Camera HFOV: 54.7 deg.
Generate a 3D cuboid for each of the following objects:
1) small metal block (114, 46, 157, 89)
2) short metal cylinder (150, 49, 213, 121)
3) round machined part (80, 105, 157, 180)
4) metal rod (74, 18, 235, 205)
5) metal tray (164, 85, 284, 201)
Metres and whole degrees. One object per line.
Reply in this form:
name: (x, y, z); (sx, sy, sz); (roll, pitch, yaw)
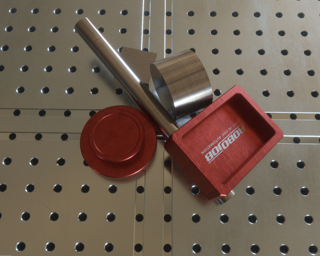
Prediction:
small metal block: (-0.034, -0.084, 0.442); (0.050, 0.025, 0.050); (13, 70, 4)
short metal cylinder: (0.027, -0.055, 0.403); (0.050, 0.080, 0.080); (-24, 72, -9)
round machined part: (-0.053, 0.015, 0.396); (0.099, 0.042, 0.098); (0, 70, -1)
metal rod: (-0.011, -0.027, 0.404); (0.025, 0.025, 0.300); (-38, 83, -13)
metal tray: (0.081, 0.014, 0.382); (0.131, 0.030, 0.090); (-37, 81, -28)
